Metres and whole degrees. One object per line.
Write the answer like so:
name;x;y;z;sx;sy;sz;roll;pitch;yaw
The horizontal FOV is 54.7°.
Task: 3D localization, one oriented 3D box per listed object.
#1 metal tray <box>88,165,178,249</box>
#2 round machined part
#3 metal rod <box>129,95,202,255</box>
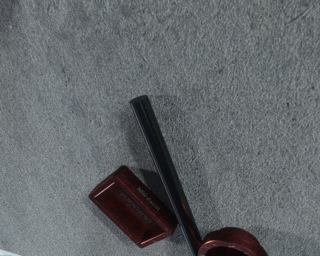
metal tray;-0.044;0.131;0.506;0.130;0.030;0.090;46;129;-5
round machined part;0.109;0.184;0.452;0.098;0.042;0.097;13;124;20
metal rod;0.022;0.093;0.451;0.025;0.025;0.298;-7;115;31
